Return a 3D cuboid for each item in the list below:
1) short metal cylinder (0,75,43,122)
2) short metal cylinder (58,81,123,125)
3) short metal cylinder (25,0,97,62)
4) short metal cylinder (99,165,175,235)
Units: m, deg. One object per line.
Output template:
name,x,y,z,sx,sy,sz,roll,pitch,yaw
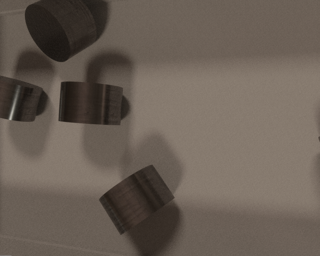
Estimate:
short metal cylinder,-0.221,-0.045,0.457,0.080,0.080,0.050,19,96,18
short metal cylinder,-0.091,-0.032,0.412,0.080,0.080,0.050,5,92,19
short metal cylinder,-0.134,-0.137,0.421,0.080,0.050,0.080,25,141,23
short metal cylinder,-0.029,0.090,0.390,0.080,0.080,0.050,-38,78,16
